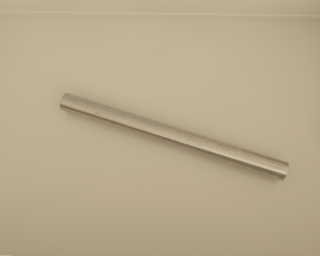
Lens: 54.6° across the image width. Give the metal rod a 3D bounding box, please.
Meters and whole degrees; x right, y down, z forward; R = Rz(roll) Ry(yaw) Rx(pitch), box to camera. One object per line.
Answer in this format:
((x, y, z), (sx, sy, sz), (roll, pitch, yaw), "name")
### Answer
((0.014, 0.009, 0.405), (0.301, 0.025, 0.025), (18, 71, 6), "metal rod")
